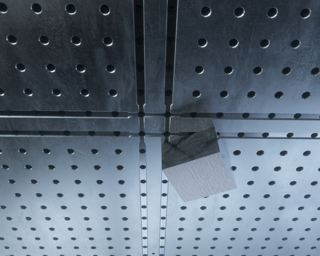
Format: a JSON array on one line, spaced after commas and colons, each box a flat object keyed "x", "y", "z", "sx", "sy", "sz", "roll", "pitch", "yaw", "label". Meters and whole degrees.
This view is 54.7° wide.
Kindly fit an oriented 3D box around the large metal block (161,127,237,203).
[{"x": 0.056, "y": 0.054, "z": 0.442, "sx": 0.080, "sy": 0.050, "sz": 0.080, "roll": -19, "pitch": 128, "yaw": 15, "label": "large metal block"}]
